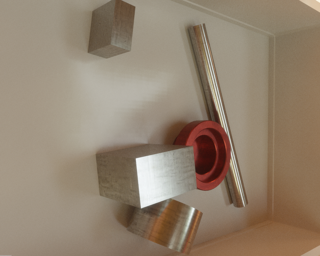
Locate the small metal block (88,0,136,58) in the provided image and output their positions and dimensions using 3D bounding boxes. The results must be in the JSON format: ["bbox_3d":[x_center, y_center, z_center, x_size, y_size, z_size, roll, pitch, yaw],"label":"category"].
[{"bbox_3d":[-0.055,-0.109,0.346,0.025,0.050,0.050,9,84,-40],"label":"small metal block"}]

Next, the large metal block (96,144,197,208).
[{"bbox_3d":[-0.016,0.050,0.359,0.081,0.080,0.050,-9,95,-40],"label":"large metal block"}]

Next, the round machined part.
[{"bbox_3d":[0.055,0.038,0.444,0.099,0.042,0.097,0,90,-40],"label":"round machined part"}]

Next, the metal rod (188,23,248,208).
[{"bbox_3d":[0.095,-0.011,0.488,0.025,0.025,0.298,-27,107,-37],"label":"metal rod"}]

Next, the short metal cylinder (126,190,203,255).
[{"bbox_3d":[0.006,0.115,0.378,0.080,0.080,0.050,34,69,-35],"label":"short metal cylinder"}]
